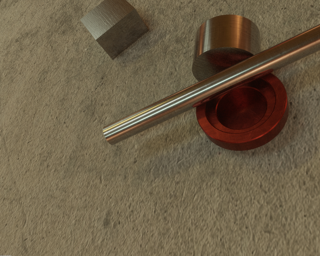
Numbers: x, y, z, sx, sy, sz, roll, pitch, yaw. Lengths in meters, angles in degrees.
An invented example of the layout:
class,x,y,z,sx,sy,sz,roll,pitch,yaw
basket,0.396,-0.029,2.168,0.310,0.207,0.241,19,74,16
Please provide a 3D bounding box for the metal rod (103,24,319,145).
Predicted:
class,x,y,z,sx,sy,sz,roll,pitch,yaw
metal rod,0.072,-0.051,0.343,0.301,0.025,0.025,-24,53,12

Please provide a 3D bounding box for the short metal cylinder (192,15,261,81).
class,x,y,z,sx,sy,sz,roll,pitch,yaw
short metal cylinder,0.082,-0.090,0.380,0.080,0.080,0.050,-5,60,25

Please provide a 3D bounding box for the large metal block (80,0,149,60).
class,x,y,z,sx,sy,sz,roll,pitch,yaw
large metal block,-0.080,-0.179,0.537,0.080,0.050,0.080,-39,51,2

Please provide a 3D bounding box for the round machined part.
class,x,y,z,sx,sy,sz,roll,pitch,yaw
round machined part,0.094,-0.018,0.354,0.098,0.042,0.098,-13,56,20
